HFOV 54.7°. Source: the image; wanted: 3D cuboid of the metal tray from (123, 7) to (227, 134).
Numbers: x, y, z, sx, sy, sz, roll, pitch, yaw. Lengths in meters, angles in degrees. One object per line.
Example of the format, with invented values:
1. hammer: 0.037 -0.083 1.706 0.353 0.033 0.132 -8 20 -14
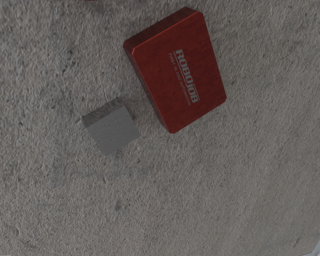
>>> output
1. metal tray: 0.024 -0.065 0.376 0.090 0.030 0.130 -32 129 -7

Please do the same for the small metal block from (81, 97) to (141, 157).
1. small metal block: -0.058 -0.001 0.374 0.050 0.025 0.050 -32 129 -8
